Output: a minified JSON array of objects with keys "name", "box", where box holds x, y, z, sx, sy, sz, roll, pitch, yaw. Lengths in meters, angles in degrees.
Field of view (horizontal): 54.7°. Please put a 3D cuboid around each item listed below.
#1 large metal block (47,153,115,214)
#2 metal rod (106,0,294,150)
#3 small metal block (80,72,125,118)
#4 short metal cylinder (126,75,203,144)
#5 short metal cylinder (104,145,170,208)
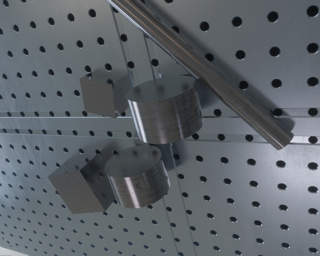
[{"name":"large metal block","box":[-0.126,0.095,0.520,0.080,0.050,0.080,-15,111,34]},{"name":"metal rod","box":[0.027,-0.083,0.345,0.300,0.025,0.025,41,129,-1]},{"name":"small metal block","box":[-0.078,-0.045,0.424,0.050,0.025,0.050,12,124,21]},{"name":"short metal cylinder","box":[0.006,-0.023,0.358,0.080,0.080,0.050,1,118,28]},{"name":"short metal cylinder","box":[-0.031,0.066,0.433,0.080,0.080,0.050,-1,118,29]}]
